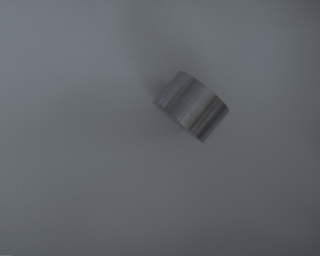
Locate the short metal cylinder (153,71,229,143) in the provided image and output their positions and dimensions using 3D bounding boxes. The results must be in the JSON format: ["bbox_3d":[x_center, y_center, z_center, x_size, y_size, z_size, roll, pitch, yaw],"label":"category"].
[{"bbox_3d":[0.038,-0.025,0.384,0.080,0.080,0.050,39,90,0],"label":"short metal cylinder"}]
